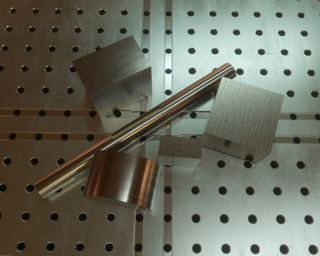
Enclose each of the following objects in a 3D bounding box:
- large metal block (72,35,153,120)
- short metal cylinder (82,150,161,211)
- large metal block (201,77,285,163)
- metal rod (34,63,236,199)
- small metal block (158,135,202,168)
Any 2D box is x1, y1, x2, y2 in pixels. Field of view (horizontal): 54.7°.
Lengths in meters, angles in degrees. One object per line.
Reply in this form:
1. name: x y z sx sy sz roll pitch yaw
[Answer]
1. large metal block: -0.058 -0.063 0.406 0.080 0.080 0.050 -27 73 -10
2. short metal cylinder: -0.043 0.062 0.359 0.080 0.080 0.050 11 71 3
3. large metal block: 0.104 -0.009 0.400 0.080 0.050 0.080 18 71 6
4. metal rod: -0.024 -0.003 0.412 0.301 0.025 0.025 -33 74 -12
5. small metal block: 0.024 0.031 0.388 0.050 0.050 0.025 5 70 1
